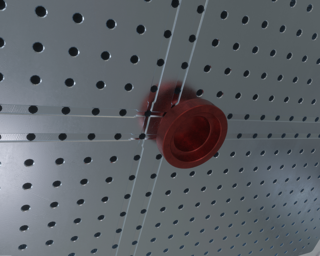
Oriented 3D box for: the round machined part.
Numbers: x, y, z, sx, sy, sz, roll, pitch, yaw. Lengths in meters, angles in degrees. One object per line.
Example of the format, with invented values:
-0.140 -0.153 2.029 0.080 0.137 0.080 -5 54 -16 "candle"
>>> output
0.040 0.004 0.423 0.099 0.042 0.097 -14 124 -21 "round machined part"
